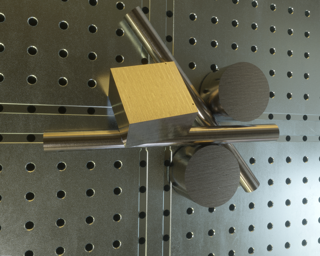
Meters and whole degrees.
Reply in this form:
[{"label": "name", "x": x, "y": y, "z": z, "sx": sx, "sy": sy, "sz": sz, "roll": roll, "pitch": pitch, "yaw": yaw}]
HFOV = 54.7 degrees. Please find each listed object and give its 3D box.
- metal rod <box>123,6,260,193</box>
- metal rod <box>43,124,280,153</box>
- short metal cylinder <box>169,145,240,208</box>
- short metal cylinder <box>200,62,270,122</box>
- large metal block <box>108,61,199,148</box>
[{"label": "metal rod", "x": 0.050, "y": -0.030, "z": 0.428, "sx": 0.025, "sy": 0.025, "sz": 0.299, "roll": -40, "pitch": 103, "yaw": -16}, {"label": "metal rod", "x": 0.013, "y": 0.011, "z": 0.396, "sx": 0.302, "sy": 0.025, "sz": 0.025, "roll": -2, "pitch": 91, "yaw": -14}, {"label": "short metal cylinder", "x": 0.059, "y": 0.061, "z": 0.418, "sx": 0.081, "sy": 0.050, "sz": 0.079, "roll": 0, "pitch": 90, "yaw": -20}, {"label": "short metal cylinder", "x": 0.104, "y": -0.048, "z": 0.434, "sx": 0.081, "sy": 0.050, "sz": 0.079, "roll": 0, "pitch": 90, "yaw": -20}, {"label": "large metal block", "x": -0.012, "y": -0.030, "z": 0.372, "sx": 0.081, "sy": 0.050, "sz": 0.080, "roll": -11, "pitch": 59, "yaw": -19}]
